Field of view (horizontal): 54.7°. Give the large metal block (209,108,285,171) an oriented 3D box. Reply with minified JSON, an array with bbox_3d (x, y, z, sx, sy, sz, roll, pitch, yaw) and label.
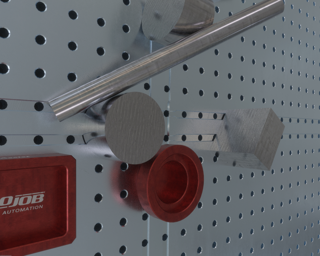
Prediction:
[{"bbox_3d":[0.138,0.016,0.490,0.050,0.080,0.080,42,65,-33],"label":"large metal block"}]

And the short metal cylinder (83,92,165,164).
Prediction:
[{"bbox_3d":[-0.041,0.000,0.359,0.081,0.050,0.079,-1,91,-40],"label":"short metal cylinder"}]

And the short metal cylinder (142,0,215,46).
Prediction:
[{"bbox_3d":[0.021,-0.142,0.391,0.050,0.080,0.080,10,84,-40],"label":"short metal cylinder"}]

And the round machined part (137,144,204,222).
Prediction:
[{"bbox_3d":[0.009,0.070,0.406,0.099,0.042,0.097,0,90,-40],"label":"round machined part"}]

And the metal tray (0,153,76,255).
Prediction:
[{"bbox_3d":[-0.145,0.072,0.284,0.131,0.030,0.089,0,90,-40],"label":"metal tray"}]

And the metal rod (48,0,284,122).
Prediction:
[{"bbox_3d":[0.020,-0.086,0.356,0.302,0.025,0.025,-28,110,-14],"label":"metal rod"}]
